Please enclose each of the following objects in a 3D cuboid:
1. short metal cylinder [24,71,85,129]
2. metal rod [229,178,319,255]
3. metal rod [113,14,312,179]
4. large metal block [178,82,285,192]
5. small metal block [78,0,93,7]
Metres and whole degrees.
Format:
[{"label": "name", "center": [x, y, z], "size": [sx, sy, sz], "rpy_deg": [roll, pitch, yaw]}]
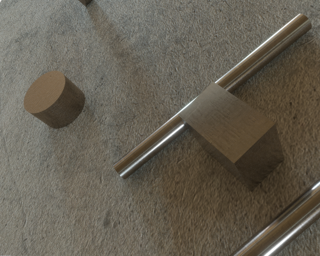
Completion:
[{"label": "short metal cylinder", "center": [-0.171, -0.046, 0.503], "size": [0.080, 0.050, 0.080], "rpy_deg": [-13, 56, 20]}, {"label": "metal rod", "center": [0.140, 0.071, 0.286], "size": [0.300, 0.025, 0.025], "rpy_deg": [-40, 51, 0]}, {"label": "metal rod", "center": [0.065, -0.039, 0.392], "size": [0.300, 0.025, 0.025], "rpy_deg": [-39, 51, 1]}, {"label": "large metal block", "center": [0.076, 0.010, 0.322], "size": [0.050, 0.080, 0.080], "rpy_deg": [-44, 51, -2]}, {"label": "small metal block", "center": [-0.163, -0.282, 0.631], "size": [0.025, 0.050, 0.050], "rpy_deg": [-50, 8, -7]}]
